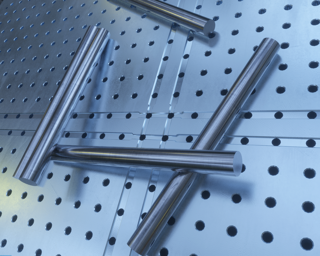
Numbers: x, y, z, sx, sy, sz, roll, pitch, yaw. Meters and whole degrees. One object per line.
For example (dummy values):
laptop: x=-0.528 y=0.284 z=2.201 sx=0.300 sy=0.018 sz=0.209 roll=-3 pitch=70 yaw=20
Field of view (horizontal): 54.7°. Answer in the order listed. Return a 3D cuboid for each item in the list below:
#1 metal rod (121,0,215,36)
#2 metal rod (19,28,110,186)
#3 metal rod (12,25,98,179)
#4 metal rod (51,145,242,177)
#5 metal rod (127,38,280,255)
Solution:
metal rod: x=-0.020 y=-0.221 z=0.552 sx=0.025 sy=0.025 sz=0.300 roll=-48 pitch=52 yaw=-5
metal rod: x=-0.138 y=-0.051 z=0.487 sx=0.025 sy=0.025 sz=0.300 roll=-2 pitch=54 yaw=27
metal rod: x=-0.167 y=-0.053 z=0.525 sx=0.025 sy=0.025 sz=0.300 roll=5 pitch=64 yaw=30
metal rod: x=-0.047 y=0.036 z=0.388 sx=0.300 sy=0.025 sz=0.025 roll=-1 pitch=61 yaw=35
metal rod: x=0.058 y=0.013 z=0.368 sx=0.025 sy=0.025 sz=0.300 roll=26 pitch=76 yaw=36
